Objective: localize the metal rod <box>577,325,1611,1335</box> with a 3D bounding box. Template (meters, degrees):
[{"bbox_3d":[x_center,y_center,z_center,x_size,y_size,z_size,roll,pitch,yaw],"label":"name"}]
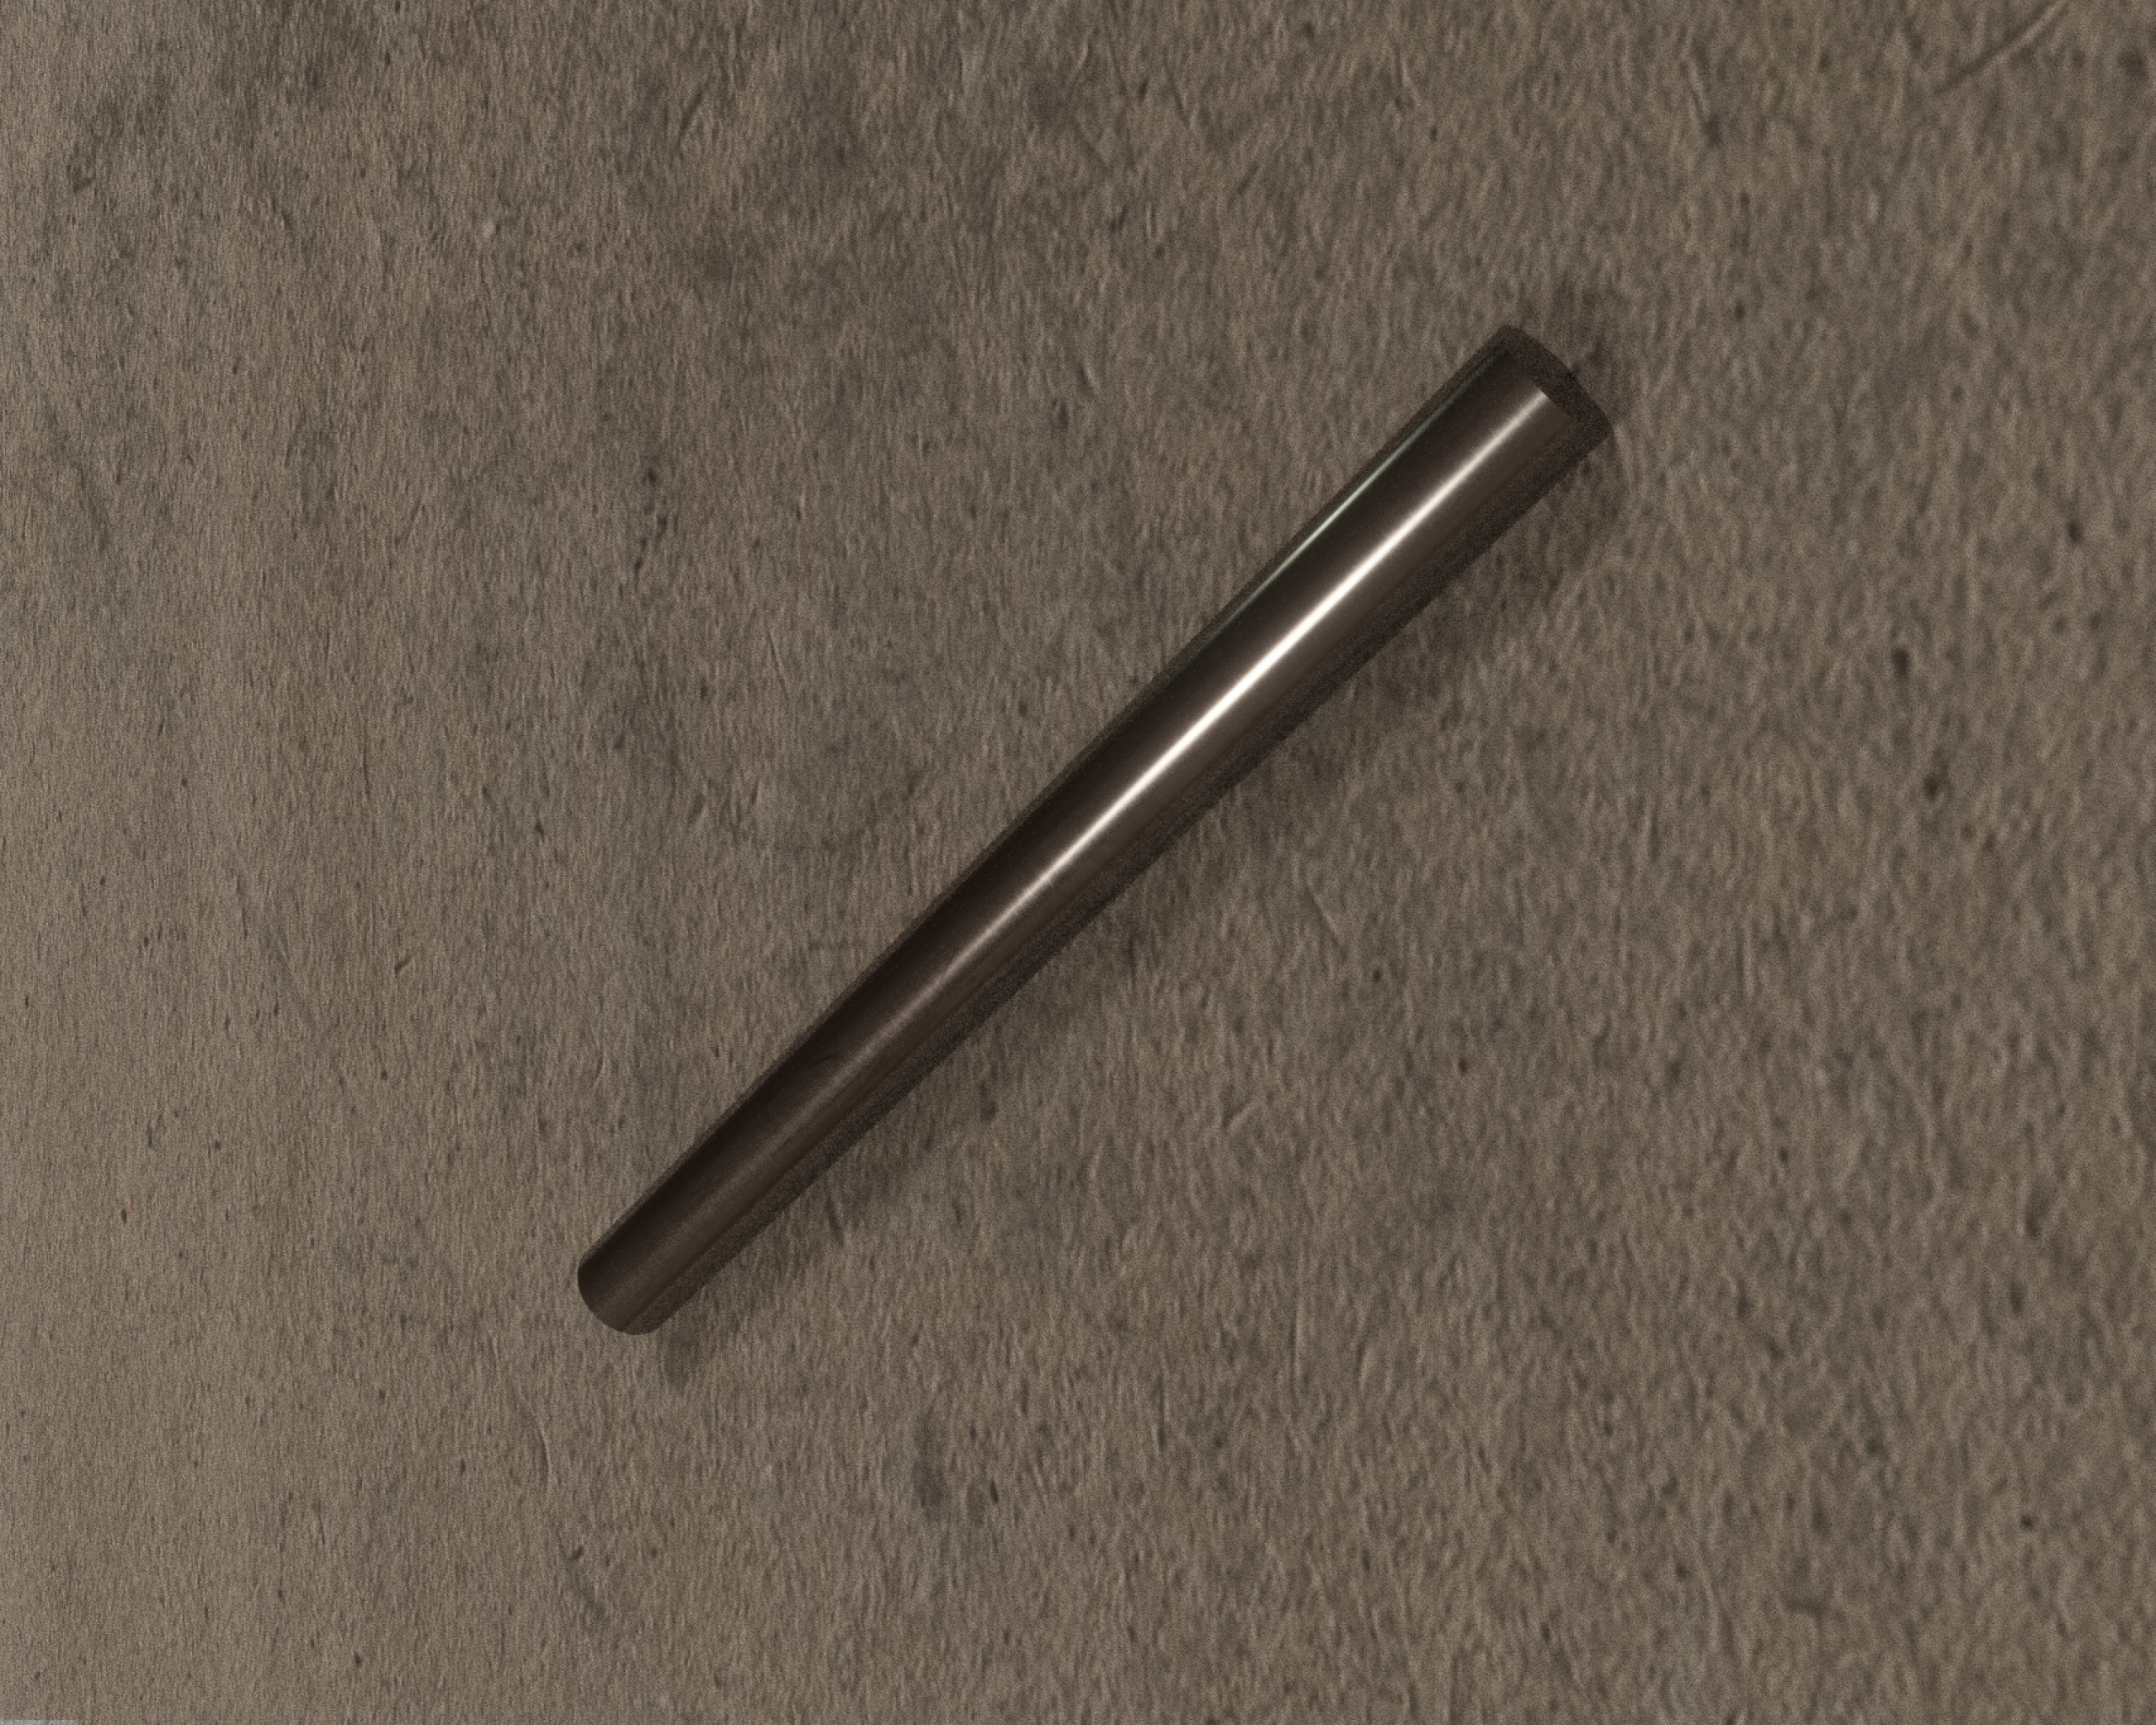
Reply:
[{"bbox_3d":[-0.014,0.011,0.417,0.299,0.025,0.025,-44,64,30],"label":"metal rod"}]
